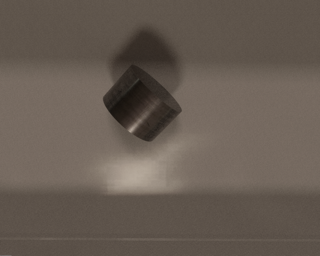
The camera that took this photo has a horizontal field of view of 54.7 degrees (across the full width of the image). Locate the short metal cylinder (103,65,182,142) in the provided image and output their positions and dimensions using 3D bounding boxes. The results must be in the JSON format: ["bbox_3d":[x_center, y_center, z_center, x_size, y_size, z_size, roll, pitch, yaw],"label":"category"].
[{"bbox_3d":[-0.020,-0.030,0.371,0.080,0.080,0.050,40,105,-14],"label":"short metal cylinder"}]
